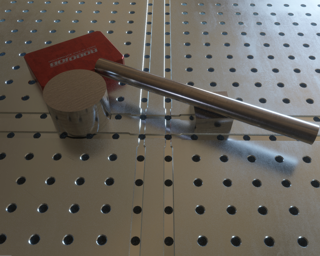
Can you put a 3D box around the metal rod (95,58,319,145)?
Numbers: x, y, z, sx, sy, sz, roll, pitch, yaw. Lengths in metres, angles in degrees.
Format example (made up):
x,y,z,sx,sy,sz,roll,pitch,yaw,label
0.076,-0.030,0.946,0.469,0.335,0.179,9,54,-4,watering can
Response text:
x,y,z,sx,sy,sz,roll,pitch,yaw,label
0.049,-0.041,0.409,0.301,0.025,0.025,20,53,16,metal rod

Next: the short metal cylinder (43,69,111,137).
x,y,z,sx,sy,sz,roll,pitch,yaw,label
-0.110,-0.034,0.419,0.081,0.050,0.080,0,50,0,short metal cylinder

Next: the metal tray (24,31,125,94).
x,y,z,sx,sy,sz,roll,pitch,yaw,label
-0.133,-0.101,0.488,0.131,0.030,0.090,-26,55,-21,metal tray

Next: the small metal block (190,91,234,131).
x,y,z,sx,sy,sz,roll,pitch,yaw,label
0.070,-0.024,0.429,0.050,0.025,0.050,-2,50,-3,small metal block
